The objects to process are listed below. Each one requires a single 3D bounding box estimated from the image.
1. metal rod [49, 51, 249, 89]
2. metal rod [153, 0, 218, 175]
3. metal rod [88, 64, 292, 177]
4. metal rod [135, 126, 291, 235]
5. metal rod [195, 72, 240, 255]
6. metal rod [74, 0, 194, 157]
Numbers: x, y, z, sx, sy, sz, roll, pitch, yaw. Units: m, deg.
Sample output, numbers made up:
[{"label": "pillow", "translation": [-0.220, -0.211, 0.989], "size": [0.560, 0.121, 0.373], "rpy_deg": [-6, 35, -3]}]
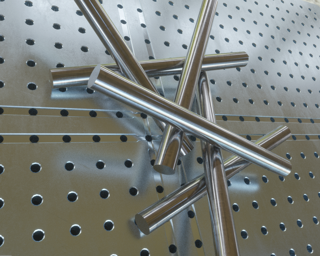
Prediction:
[{"label": "metal rod", "translation": [0.002, -0.086, 0.439], "size": [0.302, 0.025, 0.025], "rpy_deg": [-11, 67, -26]}, {"label": "metal rod", "translation": [0.042, -0.077, 0.420], "size": [0.025, 0.025, 0.300], "rpy_deg": [25, 59, -13]}, {"label": "metal rod", "translation": [0.057, 0.004, 0.367], "size": [0.302, 0.025, 0.025], "rpy_deg": [24, 52, -30]}, {"label": "metal rod", "translation": [0.093, 0.056, 0.423], "size": [0.302, 0.025, 0.025], "rpy_deg": [-23, 74, -36]}, {"label": "metal rod", "translation": [0.066, 0.028, 0.399], "size": [0.025, 0.025, 0.300], "rpy_deg": [16, 47, -19]}, {"label": "metal rod", "translation": [-0.048, -0.092, 0.389], "size": [0.025, 0.025, 0.299], "rpy_deg": [-40, 100, -39]}]
